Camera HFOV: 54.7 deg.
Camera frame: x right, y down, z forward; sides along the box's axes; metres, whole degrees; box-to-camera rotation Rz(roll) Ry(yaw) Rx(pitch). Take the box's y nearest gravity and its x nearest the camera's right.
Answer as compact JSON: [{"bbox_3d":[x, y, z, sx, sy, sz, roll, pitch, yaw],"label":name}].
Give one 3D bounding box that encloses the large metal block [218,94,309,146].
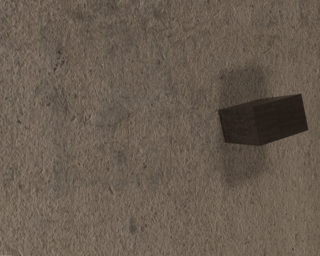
[{"bbox_3d":[0.142,-0.012,0.434,0.081,0.080,0.050,-15,96,-20],"label":"large metal block"}]
